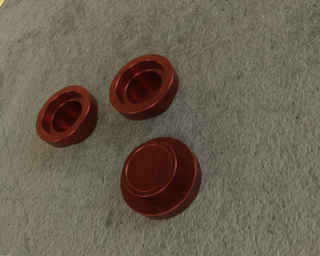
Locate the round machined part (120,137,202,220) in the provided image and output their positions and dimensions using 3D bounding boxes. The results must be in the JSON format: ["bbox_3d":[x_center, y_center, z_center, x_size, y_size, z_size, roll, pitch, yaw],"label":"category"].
[{"bbox_3d":[-0.005,0.054,0.363,0.098,0.042,0.098,-13,56,21],"label":"round machined part"}]

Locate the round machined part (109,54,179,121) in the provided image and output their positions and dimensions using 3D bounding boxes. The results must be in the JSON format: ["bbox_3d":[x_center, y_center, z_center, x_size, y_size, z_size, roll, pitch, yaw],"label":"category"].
[{"bbox_3d":[-0.019,-0.052,0.435,0.098,0.042,0.098,-13,56,21],"label":"round machined part"}]

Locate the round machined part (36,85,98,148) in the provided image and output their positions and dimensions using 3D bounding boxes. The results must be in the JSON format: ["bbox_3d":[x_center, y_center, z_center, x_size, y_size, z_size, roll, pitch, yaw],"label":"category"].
[{"bbox_3d":[-0.135,-0.014,0.473,0.098,0.042,0.098,-13,56,21],"label":"round machined part"}]
